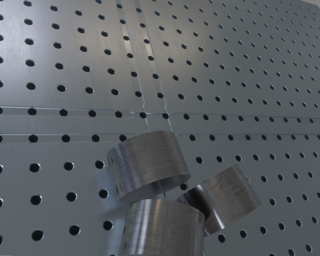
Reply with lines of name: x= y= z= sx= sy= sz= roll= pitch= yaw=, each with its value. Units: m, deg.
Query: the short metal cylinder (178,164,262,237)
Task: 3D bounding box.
short metal cylinder: x=0.068 y=0.083 z=0.358 sx=0.081 sy=0.080 sz=0.050 roll=-19 pitch=72 yaw=-35

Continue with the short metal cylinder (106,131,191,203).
short metal cylinder: x=-0.013 y=0.044 z=0.339 sx=0.081 sy=0.080 sz=0.050 roll=-7 pitch=66 yaw=-31

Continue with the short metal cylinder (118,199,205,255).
short metal cylinder: x=0.003 y=0.110 z=0.307 sx=0.080 sy=0.080 sz=0.050 roll=21 pitch=54 yaw=-16
